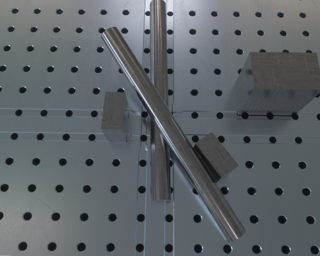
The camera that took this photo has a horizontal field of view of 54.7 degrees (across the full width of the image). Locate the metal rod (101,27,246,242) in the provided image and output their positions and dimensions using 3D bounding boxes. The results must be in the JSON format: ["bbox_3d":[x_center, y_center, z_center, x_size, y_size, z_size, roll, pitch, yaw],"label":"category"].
[{"bbox_3d":[0.012,0.002,0.386,0.025,0.025,0.299,-31,82,-11],"label":"metal rod"}]

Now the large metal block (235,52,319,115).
[{"bbox_3d":[0.149,-0.055,0.404,0.081,0.080,0.050,1,70,0],"label":"large metal block"}]

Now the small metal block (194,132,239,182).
[{"bbox_3d":[0.066,0.039,0.385,0.025,0.050,0.050,-33,74,-11],"label":"small metal block"}]

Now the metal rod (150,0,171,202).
[{"bbox_3d":[-0.001,-0.051,0.430,0.025,0.025,0.299,-1,70,0],"label":"metal rod"}]

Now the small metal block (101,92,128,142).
[{"bbox_3d":[-0.057,-0.013,0.403,0.025,0.050,0.050,2,70,1],"label":"small metal block"}]
